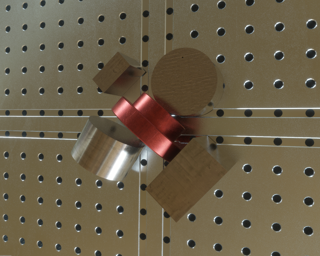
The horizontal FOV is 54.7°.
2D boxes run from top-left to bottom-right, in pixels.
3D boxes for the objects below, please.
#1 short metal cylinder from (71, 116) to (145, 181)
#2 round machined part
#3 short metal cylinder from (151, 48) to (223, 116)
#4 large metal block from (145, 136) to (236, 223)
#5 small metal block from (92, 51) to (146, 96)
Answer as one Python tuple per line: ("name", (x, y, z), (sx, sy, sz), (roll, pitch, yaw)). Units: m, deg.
("short metal cylinder", (-0.067, 0.025, 0.405), (0.080, 0.080, 0.050), (33, 101, 16))
("round machined part", (-0.008, -0.006, 0.376), (0.098, 0.098, 0.042), (43, 91, 14))
("short metal cylinder", (0.035, -0.054, 0.386), (0.080, 0.050, 0.079), (0, 90, 19))
("large metal block", (0.040, 0.056, 0.369), (0.050, 0.080, 0.080), (45, 104, 14))
("small metal block", (-0.054, -0.071, 0.417), (0.050, 0.050, 0.025), (-44, 77, 14))
